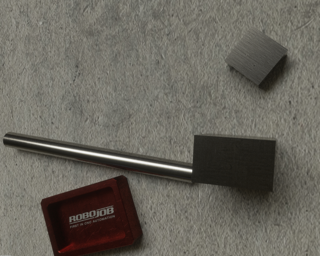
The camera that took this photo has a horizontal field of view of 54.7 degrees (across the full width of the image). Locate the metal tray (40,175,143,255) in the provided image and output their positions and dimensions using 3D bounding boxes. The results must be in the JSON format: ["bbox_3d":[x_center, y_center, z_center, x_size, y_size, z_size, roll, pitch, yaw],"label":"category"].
[{"bbox_3d":[-0.099,0.127,0.439,0.130,0.030,0.090,-19,84,18],"label":"metal tray"}]

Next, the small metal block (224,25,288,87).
[{"bbox_3d":[0.114,-0.084,0.369,0.050,0.025,0.050,41,103,15],"label":"small metal block"}]

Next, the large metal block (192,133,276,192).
[{"bbox_3d":[0.086,0.034,0.349,0.080,0.080,0.050,4,91,19],"label":"large metal block"}]

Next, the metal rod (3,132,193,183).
[{"bbox_3d":[-0.097,0.038,0.441,0.301,0.025,0.025,8,93,19],"label":"metal rod"}]
